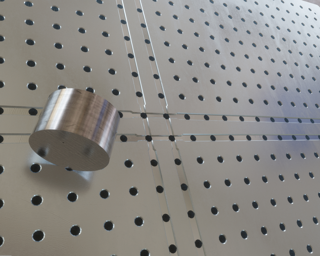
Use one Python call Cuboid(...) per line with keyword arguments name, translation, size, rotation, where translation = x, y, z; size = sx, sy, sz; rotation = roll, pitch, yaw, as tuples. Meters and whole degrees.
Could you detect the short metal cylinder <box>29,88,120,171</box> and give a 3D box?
Cuboid(name="short metal cylinder", translation=(-0.087, 0.004, 0.324), size=(0.080, 0.080, 0.050), rotation=(21, 54, -16))
